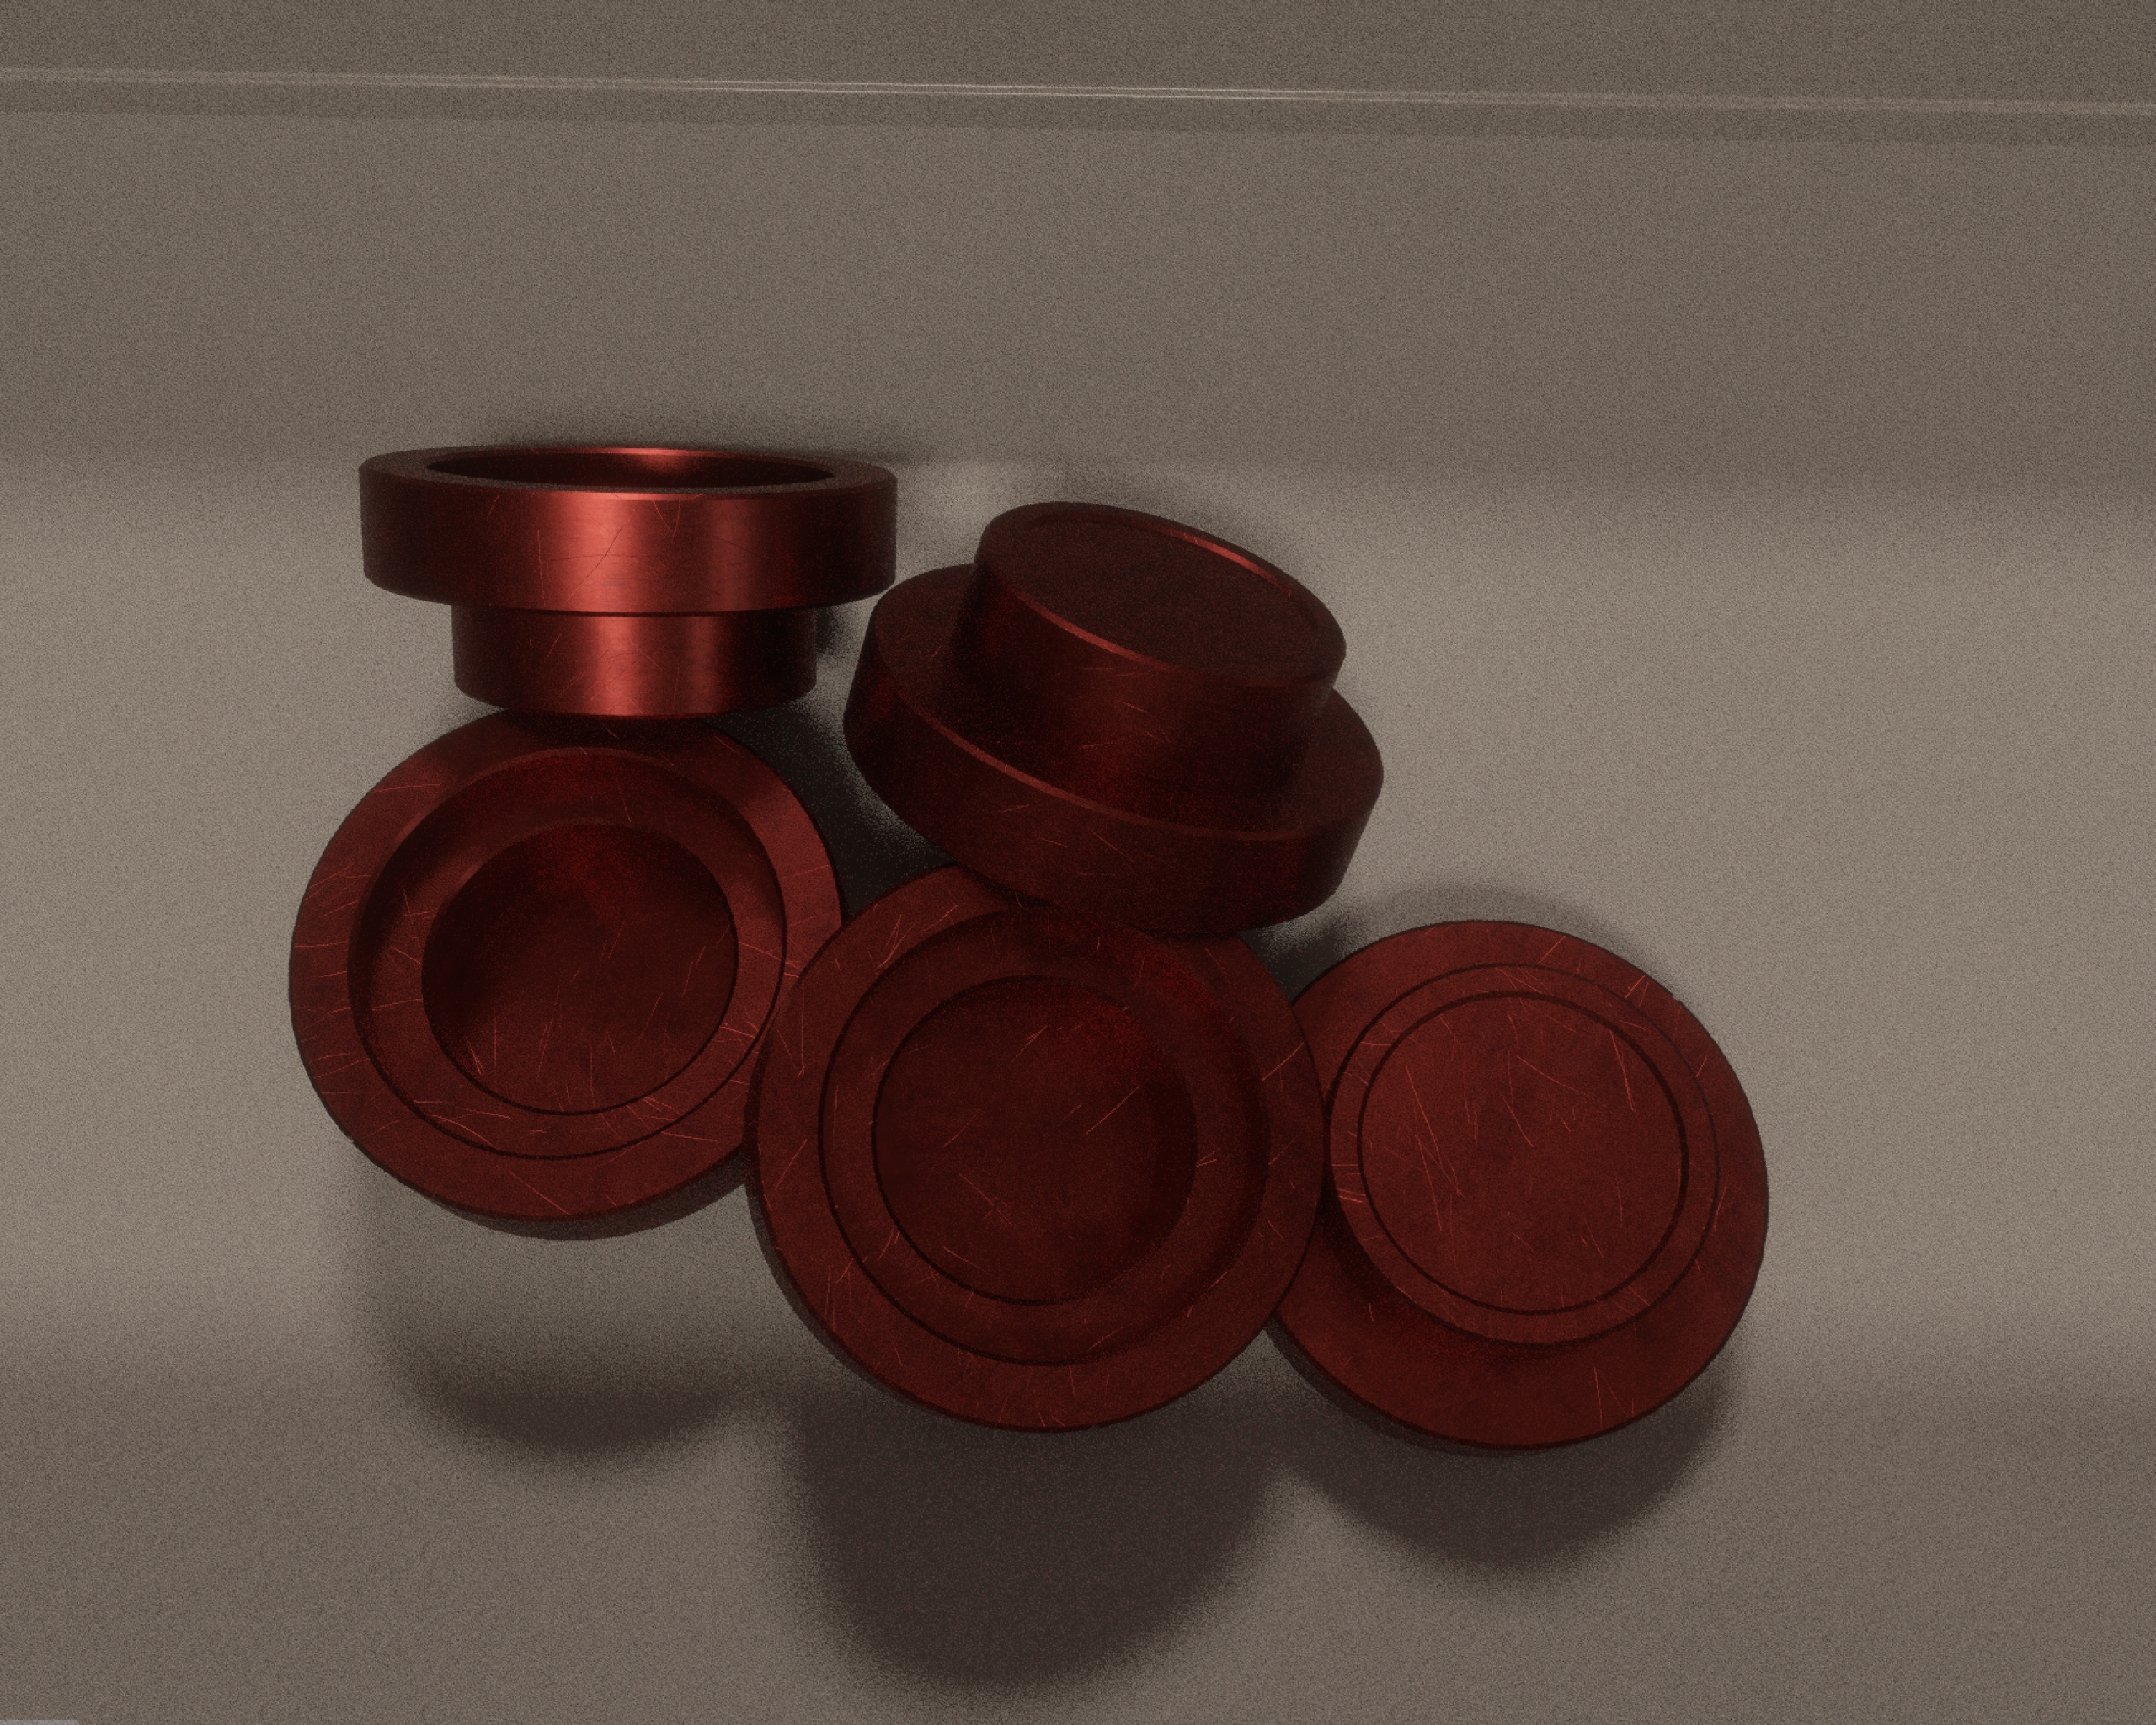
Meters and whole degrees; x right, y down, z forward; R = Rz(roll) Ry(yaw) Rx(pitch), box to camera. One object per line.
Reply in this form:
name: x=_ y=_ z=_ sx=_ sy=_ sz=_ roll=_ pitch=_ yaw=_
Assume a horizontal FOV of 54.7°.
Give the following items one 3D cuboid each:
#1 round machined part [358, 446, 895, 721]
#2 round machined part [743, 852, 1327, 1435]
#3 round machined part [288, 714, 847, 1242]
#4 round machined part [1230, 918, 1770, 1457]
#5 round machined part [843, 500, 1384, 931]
round machined part: x=-0.084 y=-0.054 z=0.399 sx=0.099 sy=0.098 sz=0.042 roll=3 pitch=106 yaw=0
round machined part: x=-0.010 y=0.050 z=0.368 sx=0.099 sy=0.042 sz=0.098 roll=3 pitch=76 yaw=-13
round machined part: x=-0.090 y=0.022 z=0.389 sx=0.099 sy=0.042 sz=0.098 roll=0 pitch=70 yaw=-1
round machined part: x=0.077 y=0.056 z=0.379 sx=0.099 sy=0.042 sz=0.098 roll=0 pitch=70 yaw=-1
round machined part: x=0.010 y=-0.033 z=0.382 sx=0.099 sy=0.042 sz=0.098 roll=15 pitch=30 yaw=-8
